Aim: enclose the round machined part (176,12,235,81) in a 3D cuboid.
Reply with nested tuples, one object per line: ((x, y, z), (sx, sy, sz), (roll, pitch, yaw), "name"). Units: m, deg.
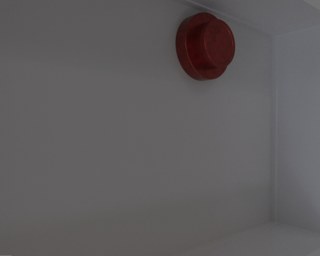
((0.073, -0.121, 0.455), (0.099, 0.042, 0.097), (0, 90, -40), "round machined part")
